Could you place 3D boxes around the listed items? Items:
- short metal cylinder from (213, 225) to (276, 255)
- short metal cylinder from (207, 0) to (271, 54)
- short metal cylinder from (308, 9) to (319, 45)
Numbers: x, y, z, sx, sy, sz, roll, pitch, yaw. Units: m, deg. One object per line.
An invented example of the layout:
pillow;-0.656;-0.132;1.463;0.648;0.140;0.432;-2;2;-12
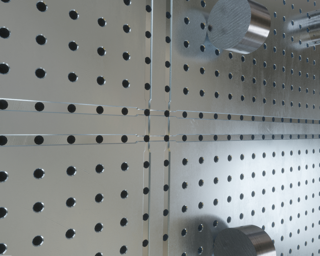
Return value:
short metal cylinder;0.131;0.195;0.483;0.050;0.080;0.080;8;85;-40
short metal cylinder;0.119;-0.157;0.472;0.050;0.080;0.079;-1;91;-40
short metal cylinder;0.385;-0.237;0.714;0.081;0.050;0.079;0;90;-40
